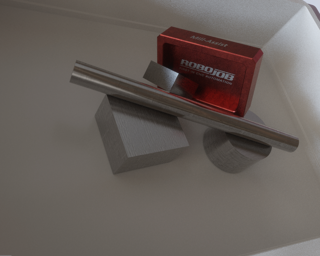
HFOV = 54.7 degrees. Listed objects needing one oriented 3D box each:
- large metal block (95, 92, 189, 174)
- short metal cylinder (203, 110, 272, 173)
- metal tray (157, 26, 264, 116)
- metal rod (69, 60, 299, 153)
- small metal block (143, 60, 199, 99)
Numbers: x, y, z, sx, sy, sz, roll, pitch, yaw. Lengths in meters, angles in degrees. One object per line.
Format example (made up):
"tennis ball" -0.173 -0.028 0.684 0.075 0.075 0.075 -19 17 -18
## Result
"large metal block" -0.024 0.003 0.375 0.081 0.050 0.080 -8 66 -32
"short metal cylinder" 0.109 0.018 0.438 0.081 0.050 0.080 14 56 -21
"metal tray" 0.059 -0.073 0.409 0.130 0.089 0.030 22 46 22
"metal rod" 0.045 -0.019 0.376 0.302 0.025 0.025 17 55 -19
"small metal block" 0.015 -0.062 0.408 0.050 0.025 0.050 34 11 36
